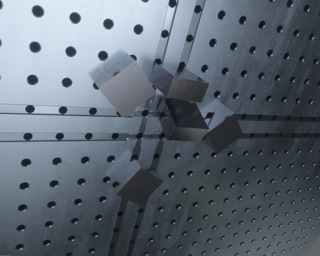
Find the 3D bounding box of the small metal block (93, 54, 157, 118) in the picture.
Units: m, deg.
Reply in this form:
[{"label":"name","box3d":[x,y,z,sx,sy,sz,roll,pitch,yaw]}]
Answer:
[{"label":"small metal block","box3d":[-0.040,-0.049,0.360,0.050,0.025,0.050,-38,130,-3]}]

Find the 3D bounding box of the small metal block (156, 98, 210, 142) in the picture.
[{"label":"small metal block","box3d":[0.029,-0.010,0.403,0.050,0.050,0.025,4,136,-31]}]

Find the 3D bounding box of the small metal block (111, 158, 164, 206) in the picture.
[{"label":"small metal block","box3d":[-0.032,0.078,0.443,0.050,0.025,0.050,-47,130,5]}]

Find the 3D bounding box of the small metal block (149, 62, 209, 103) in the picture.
[{"label":"small metal block","box3d":[0.022,-0.055,0.375,0.050,0.050,0.025,6,115,-32]}]

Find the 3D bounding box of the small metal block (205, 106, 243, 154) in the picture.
[{"label":"small metal block","box3d":[0.092,0.003,0.466,0.050,0.025,0.050,-36,129,-5]}]
